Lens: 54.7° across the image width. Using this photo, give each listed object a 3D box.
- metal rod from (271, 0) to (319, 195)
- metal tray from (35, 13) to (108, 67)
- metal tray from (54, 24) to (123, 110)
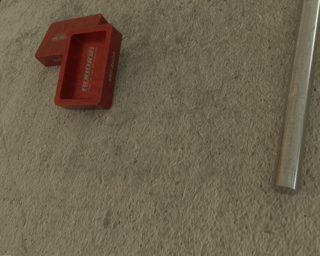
[{"bbox_3d":[0.166,-0.070,0.359,0.025,0.025,0.300,5,64,30],"label":"metal rod"},{"bbox_3d":[-0.166,-0.165,0.586,0.130,0.030,0.090,2,62,28],"label":"metal tray"},{"bbox_3d":[-0.114,-0.095,0.492,0.090,0.030,0.129,2,78,26],"label":"metal tray"}]
